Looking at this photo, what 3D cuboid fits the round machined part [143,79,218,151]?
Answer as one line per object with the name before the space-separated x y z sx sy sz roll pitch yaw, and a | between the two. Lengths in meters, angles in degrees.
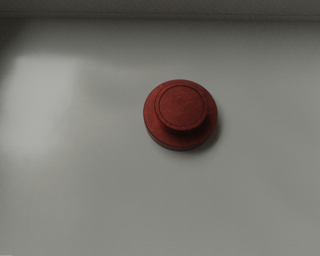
round machined part | 0.027 -0.022 0.409 0.099 0.042 0.098 0 70 0
